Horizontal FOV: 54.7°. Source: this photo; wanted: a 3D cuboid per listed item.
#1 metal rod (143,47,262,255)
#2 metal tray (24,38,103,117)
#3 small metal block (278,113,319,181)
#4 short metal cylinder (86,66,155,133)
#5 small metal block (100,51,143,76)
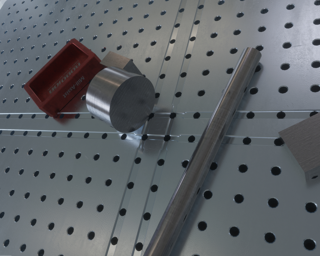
[{"bbox_3d":[0.052,0.030,0.362,0.025,0.025,0.300,17,70,34],"label":"metal rod"},{"bbox_3d":[-0.172,-0.092,0.552,0.130,0.030,0.090,-46,51,-4],"label":"metal tray"},{"bbox_3d":[0.158,0.018,0.315,0.050,0.025,0.050,-28,52,10],"label":"small metal block"},{"bbox_3d":[-0.053,-0.039,0.425,0.050,0.080,0.080,26,76,37],"label":"short metal cylinder"},{"bbox_3d":[-0.056,-0.087,0.475,0.050,0.050,0.025,29,78,37],"label":"small metal block"}]
